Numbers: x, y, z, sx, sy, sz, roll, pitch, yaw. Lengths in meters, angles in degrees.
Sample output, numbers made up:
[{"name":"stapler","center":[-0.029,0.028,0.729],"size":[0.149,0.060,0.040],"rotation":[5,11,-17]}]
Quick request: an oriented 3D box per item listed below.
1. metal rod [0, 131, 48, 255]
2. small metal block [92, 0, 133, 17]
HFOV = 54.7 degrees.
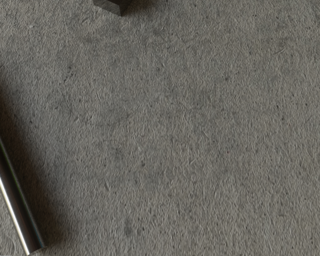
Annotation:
[{"name":"metal rod","center":[-0.214,0.019,0.398],"size":[0.025,0.025,0.299],"rotation":[-28,73,-10]},{"name":"small metal block","center":[-0.071,-0.210,0.484],"size":[0.050,0.025,0.050],"rotation":[27,72,9]}]
